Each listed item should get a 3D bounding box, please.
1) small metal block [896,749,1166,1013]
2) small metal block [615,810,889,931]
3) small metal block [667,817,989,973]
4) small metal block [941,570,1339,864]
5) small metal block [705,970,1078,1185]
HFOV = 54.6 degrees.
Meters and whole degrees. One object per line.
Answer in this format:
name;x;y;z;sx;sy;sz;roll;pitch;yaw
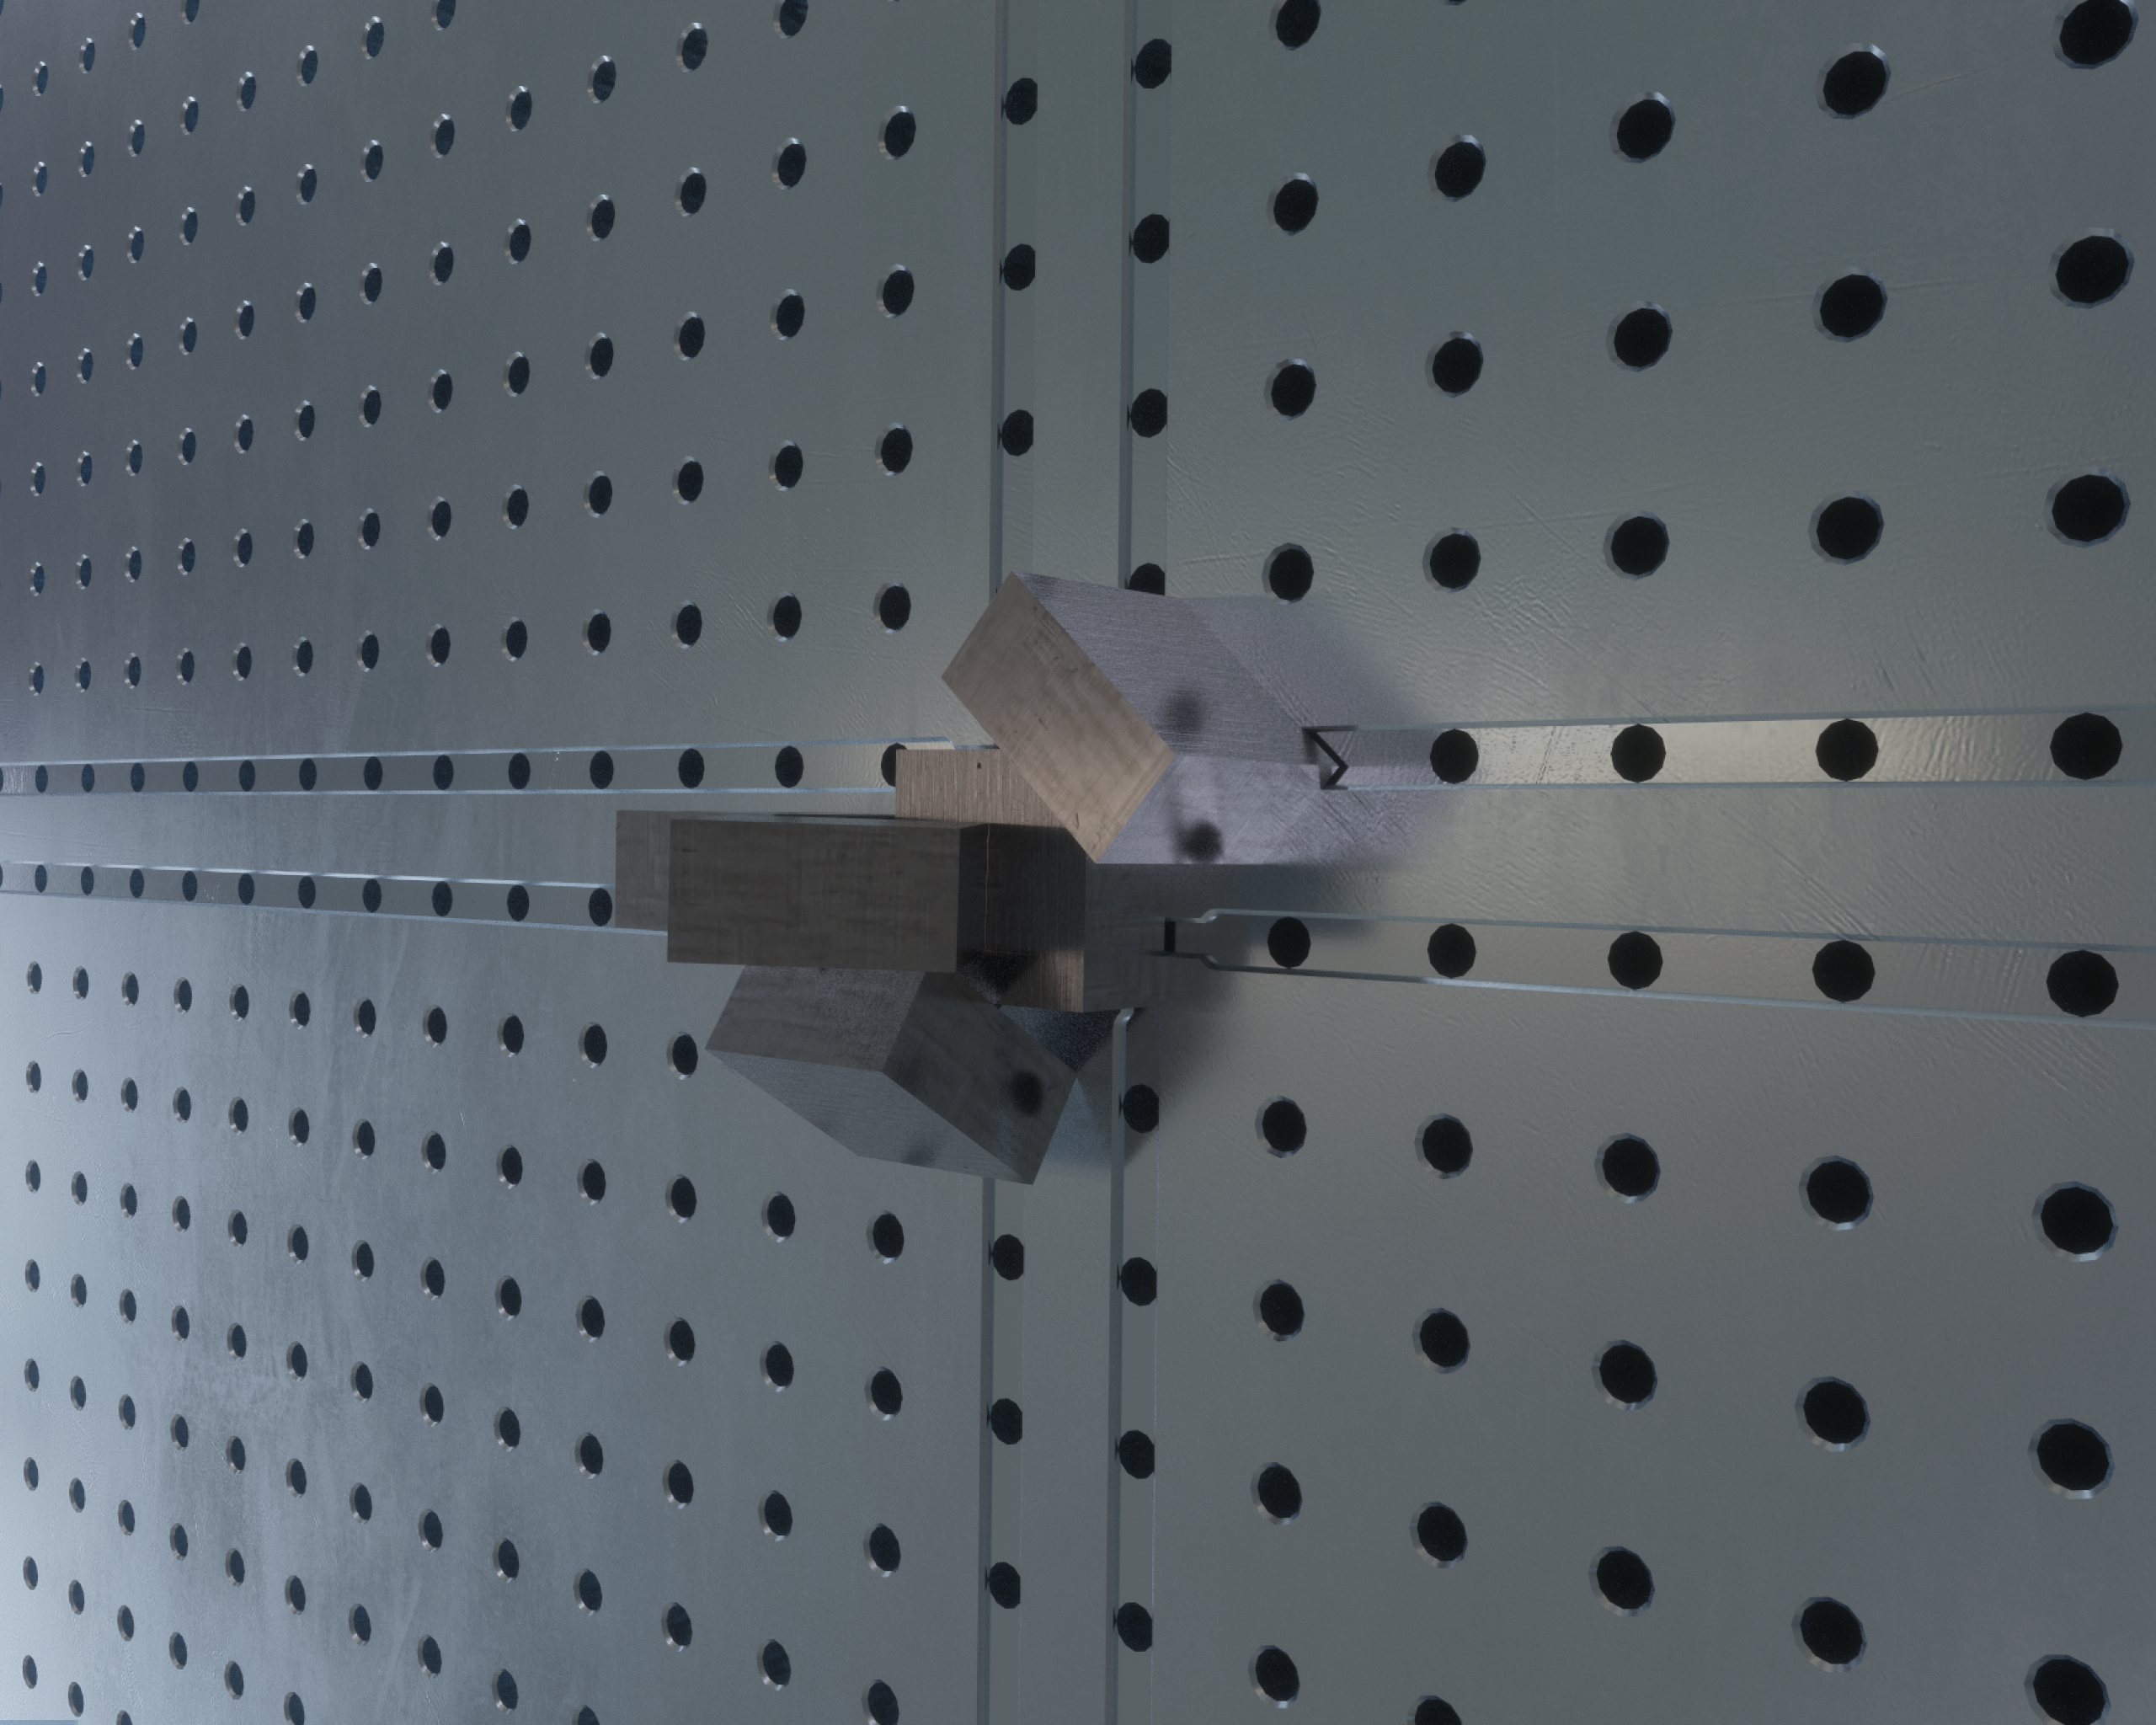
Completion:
small metal block;-0.010;0.003;0.419;0.050;0.025;0.050;2;91;39
small metal block;-0.063;0.002;0.445;0.050;0.050;0.025;2;92;40
small metal block;-0.044;0.005;0.385;0.050;0.050;0.025;2;92;3
small metal block;0.012;-0.026;0.384;0.050;0.050;0.025;51;119;28
small metal block;-0.037;0.040;0.422;0.050;0.050;0.025;2;60;40
